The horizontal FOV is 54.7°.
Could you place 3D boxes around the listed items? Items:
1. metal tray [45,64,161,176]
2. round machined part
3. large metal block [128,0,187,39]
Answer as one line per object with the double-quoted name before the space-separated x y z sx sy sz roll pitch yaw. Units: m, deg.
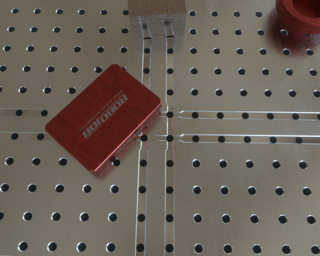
"metal tray" -0.072 -0.013 0.413 0.090 0.030 0.130 40 75 13
"round machined part" 0.225 -0.183 0.471 0.099 0.042 0.098 0 70 0
"large metal block" -0.007 -0.186 0.466 0.081 0.050 0.080 -5 70 -2
